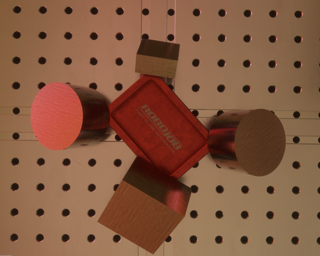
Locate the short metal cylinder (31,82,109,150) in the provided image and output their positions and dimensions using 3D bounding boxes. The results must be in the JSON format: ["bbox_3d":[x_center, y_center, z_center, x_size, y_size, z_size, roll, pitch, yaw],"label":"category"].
[{"bbox_3d":[-0.111,-0.014,0.385,0.080,0.050,0.079,0,91,25],"label":"short metal cylinder"}]

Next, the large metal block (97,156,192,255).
[{"bbox_3d":[-0.019,0.096,0.383,0.080,0.050,0.079,31,121,-1],"label":"large metal block"}]

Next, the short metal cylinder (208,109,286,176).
[{"bbox_3d":[0.108,0.017,0.386,0.081,0.050,0.079,0,91,-27],"label":"short metal cylinder"}]

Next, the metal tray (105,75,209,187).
[{"bbox_3d":[-0.001,0.001,0.410,0.090,0.030,0.130,-41,90,0],"label":"metal tray"}]

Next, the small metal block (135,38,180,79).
[{"bbox_3d":[-0.002,-0.090,0.398,0.050,0.050,0.025,9,128,0],"label":"small metal block"}]
